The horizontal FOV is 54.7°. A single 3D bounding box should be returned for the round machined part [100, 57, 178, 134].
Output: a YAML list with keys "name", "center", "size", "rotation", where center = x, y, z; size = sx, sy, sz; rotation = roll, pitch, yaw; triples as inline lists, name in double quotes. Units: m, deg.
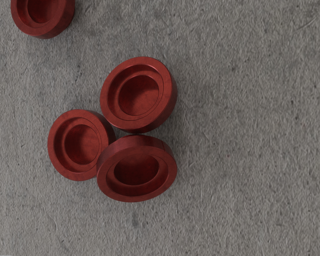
- name: "round machined part"
  center: [-0.024, -0.039, 0.399]
  size: [0.098, 0.042, 0.098]
  rotation: [-7, 70, 19]

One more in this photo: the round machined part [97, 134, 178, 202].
- name: "round machined part"
  center: [-0.030, 0.046, 0.392]
  size: [0.098, 0.098, 0.042]
  rotation: [-38, 37, 16]

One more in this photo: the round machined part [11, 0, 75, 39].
- name: "round machined part"
  center: [-0.167, -0.180, 0.459]
  size: [0.098, 0.042, 0.097]
  rotation: [0, 90, 20]

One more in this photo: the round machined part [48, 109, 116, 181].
- name: "round machined part"
  center: [-0.105, 0.023, 0.437]
  size: [0.098, 0.042, 0.097]
  rotation: [0, 90, 20]
